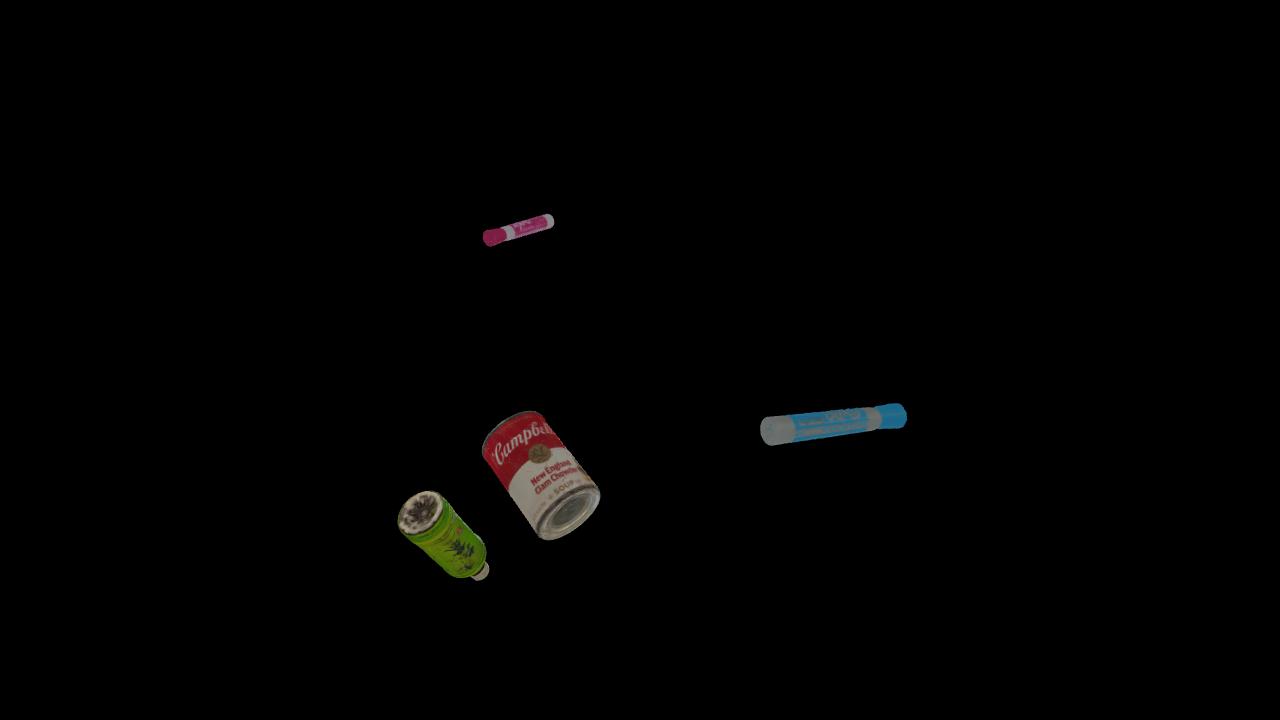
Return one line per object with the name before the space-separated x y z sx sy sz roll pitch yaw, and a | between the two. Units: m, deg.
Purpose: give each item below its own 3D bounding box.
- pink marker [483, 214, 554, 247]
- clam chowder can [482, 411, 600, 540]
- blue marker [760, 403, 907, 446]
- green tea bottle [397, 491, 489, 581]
pink marker | -0.146 -0.158 0.743 0.020 0.020 0.121 0 21 30
clam chowder can | -0.091 0.105 0.564 0.068 0.068 0.102 0 39 -51
blue marker | 0.138 0.043 0.426 0.121 0.020 0.020 -3 1 -25
green tea bottle | -0.278 0.272 0.911 0.073 0.073 0.212 0 -39 13
